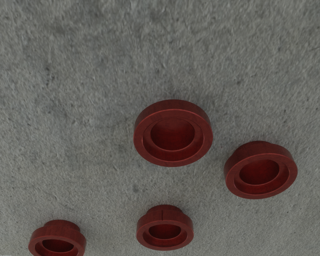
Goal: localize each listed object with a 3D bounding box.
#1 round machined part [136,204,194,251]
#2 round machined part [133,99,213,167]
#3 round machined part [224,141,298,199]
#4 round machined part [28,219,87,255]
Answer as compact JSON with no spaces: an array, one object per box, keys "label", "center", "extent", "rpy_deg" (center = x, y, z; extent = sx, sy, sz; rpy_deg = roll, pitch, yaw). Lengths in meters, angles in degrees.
[{"label":"round machined part","center":[0.008,0.171,0.542],"extent":[0.099,0.042,0.097],"rpy_deg":[-1,130,0]},{"label":"round machined part","center":[0.016,0.002,0.398],"extent":[0.099,0.042,0.097],"rpy_deg":[-1,130,0]},{"label":"round machined part","center":[0.141,0.056,0.446],"extent":[0.099,0.042,0.097],"rpy_deg":[-1,130,0]},{"label":"round machined part","center":[-0.184,0.205,0.568],"extent":[0.099,0.042,0.097],"rpy_deg":[-1,130,0]}]
